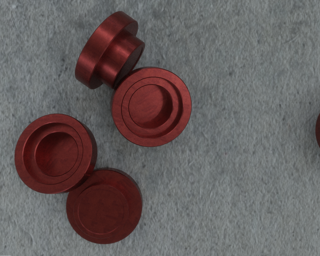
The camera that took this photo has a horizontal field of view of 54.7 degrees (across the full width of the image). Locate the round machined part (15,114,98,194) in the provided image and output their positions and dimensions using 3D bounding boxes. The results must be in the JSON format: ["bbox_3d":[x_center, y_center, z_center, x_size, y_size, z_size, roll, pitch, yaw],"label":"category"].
[{"bbox_3d":[-0.126,0.034,0.392,0.099,0.042,0.098,-2,78,7],"label":"round machined part"}]

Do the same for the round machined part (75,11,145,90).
[{"bbox_3d":[-0.054,-0.086,0.373,0.042,0.098,0.098,36,90,0],"label":"round machined part"}]

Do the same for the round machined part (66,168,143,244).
[{"bbox_3d":[-0.073,0.103,0.401,0.099,0.042,0.097,0,90,-1],"label":"round machined part"}]

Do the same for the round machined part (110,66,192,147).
[{"bbox_3d":[-0.013,-0.029,0.391,0.099,0.042,0.097,-4,105,-14],"label":"round machined part"}]

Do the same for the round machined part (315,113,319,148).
[{"bbox_3d":[0.252,0.003,0.405,0.099,0.042,0.097,0,90,-1],"label":"round machined part"}]
